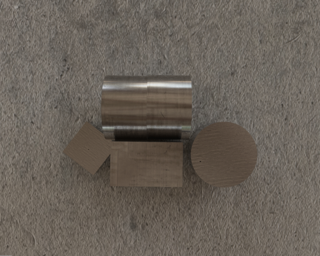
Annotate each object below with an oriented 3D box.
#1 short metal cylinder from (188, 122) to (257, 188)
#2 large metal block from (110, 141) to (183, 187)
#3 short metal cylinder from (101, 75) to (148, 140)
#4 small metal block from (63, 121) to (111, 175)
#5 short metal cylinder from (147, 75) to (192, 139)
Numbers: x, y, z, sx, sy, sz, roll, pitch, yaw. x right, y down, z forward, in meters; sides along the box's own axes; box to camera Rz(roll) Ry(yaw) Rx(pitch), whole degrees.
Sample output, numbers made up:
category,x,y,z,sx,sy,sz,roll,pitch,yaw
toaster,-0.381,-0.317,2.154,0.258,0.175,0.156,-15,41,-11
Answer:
category,x,y,z,sx,sy,sz,roll,pitch,yaw
short metal cylinder,0.077,0.032,0.399,0.081,0.050,0.079,0,90,0
large metal block,-0.015,0.040,0.384,0.081,0.080,0.050,1,90,0
short metal cylinder,-0.040,-0.025,0.384,0.050,0.080,0.079,1,90,0
small metal block,-0.090,0.026,0.411,0.050,0.025,0.050,38,90,0
short metal cylinder,0.010,-0.025,0.384,0.050,0.080,0.079,1,90,0
